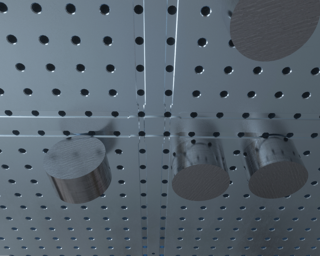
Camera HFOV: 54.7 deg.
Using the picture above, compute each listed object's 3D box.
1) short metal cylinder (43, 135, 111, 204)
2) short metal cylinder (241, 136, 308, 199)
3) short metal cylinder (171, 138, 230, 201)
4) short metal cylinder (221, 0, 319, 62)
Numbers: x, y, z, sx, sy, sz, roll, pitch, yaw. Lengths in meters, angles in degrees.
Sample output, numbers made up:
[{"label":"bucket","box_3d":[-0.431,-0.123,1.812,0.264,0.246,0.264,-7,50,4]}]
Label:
[{"label":"short metal cylinder","box_3d":[-0.110,0.055,0.421,0.080,0.080,0.050,-3,130,2]},{"label":"short metal cylinder","box_3d":[0.163,0.057,0.447,0.081,0.050,0.079,0,130,0]},{"label":"short metal cylinder","box_3d":[0.057,0.061,0.448,0.081,0.050,0.079,0,130,0]},{"label":"short metal cylinder","box_3d":[0.104,-0.112,0.301,0.081,0.050,0.079,-1,130,0]}]
